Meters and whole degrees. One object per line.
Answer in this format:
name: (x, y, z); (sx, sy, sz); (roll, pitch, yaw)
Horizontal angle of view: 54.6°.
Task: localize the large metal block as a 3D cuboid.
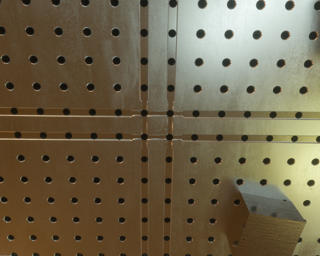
large metal block: (0.152, 0.149, 0.456); (0.080, 0.050, 0.079); (11, 110, -4)
